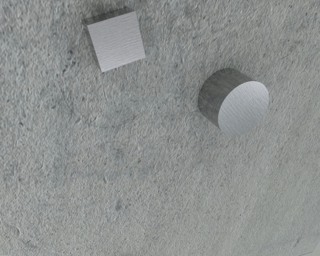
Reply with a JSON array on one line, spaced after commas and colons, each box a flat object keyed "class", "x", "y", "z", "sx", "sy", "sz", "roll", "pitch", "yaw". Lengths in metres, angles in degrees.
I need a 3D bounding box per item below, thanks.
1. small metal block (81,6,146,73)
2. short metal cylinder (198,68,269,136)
[{"class": "small metal block", "x": -0.047, "y": -0.093, "z": 0.324, "sx": 0.050, "sy": 0.025, "sz": 0.050, "roll": -23, "pitch": 127, "yaw": -15}, {"class": "short metal cylinder", "x": 0.099, "y": -0.036, "z": 0.423, "sx": 0.081, "sy": 0.050, "sz": 0.079, "roll": -14, "pitch": 124, "yaw": -21}]
